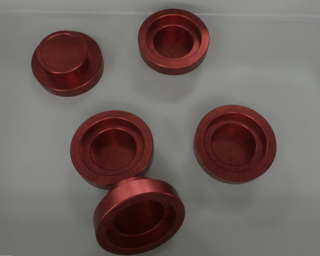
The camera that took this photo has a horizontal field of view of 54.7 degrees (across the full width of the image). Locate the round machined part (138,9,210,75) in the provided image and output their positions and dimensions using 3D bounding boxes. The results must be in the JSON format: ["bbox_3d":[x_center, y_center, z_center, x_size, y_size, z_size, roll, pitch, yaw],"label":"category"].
[{"bbox_3d":[0.019,-0.118,0.444,0.099,0.042,0.098,0,70,-1],"label":"round machined part"}]

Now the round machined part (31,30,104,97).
[{"bbox_3d":[-0.131,-0.096,0.434,0.099,0.042,0.098,0,70,-1],"label":"round machined part"}]

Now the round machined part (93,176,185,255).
[{"bbox_3d":[-0.025,0.093,0.346,0.099,0.097,0.042,-20,38,-8],"label":"round machined part"}]

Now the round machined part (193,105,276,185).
[{"bbox_3d":[0.091,0.023,0.393,0.099,0.042,0.098,0,70,-1],"label":"round machined part"}]

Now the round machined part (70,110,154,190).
[{"bbox_3d":[-0.056,0.030,0.384,0.099,0.042,0.098,0,61,1],"label":"round machined part"}]
